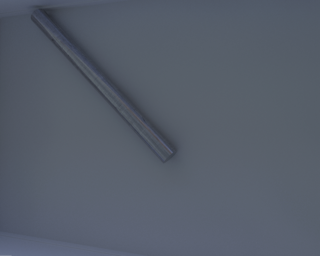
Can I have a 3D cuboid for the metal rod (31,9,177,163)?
[{"bbox_3d":[-0.087,-0.068,0.441,0.300,0.025,0.025,46,104,14],"label":"metal rod"}]
